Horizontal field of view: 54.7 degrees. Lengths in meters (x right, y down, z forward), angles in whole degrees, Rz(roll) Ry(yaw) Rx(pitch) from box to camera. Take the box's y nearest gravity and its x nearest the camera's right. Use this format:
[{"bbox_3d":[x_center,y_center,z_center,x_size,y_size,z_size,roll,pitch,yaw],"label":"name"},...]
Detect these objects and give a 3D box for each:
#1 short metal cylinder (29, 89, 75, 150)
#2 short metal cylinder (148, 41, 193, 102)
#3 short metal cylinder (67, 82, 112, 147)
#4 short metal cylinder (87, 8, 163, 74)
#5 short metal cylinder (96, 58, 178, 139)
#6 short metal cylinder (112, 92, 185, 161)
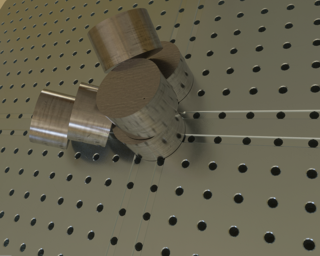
[{"bbox_3d":[-0.152,-0.013,0.452,0.050,0.080,0.080,14,61,-12],"label":"short metal cylinder"},{"bbox_3d":[0.000,-0.075,0.437,0.080,0.050,0.080,-13,56,21],"label":"short metal cylinder"},{"bbox_3d":[-0.091,-0.018,0.422,0.050,0.080,0.080,14,61,-12],"label":"short metal cylinder"},{"bbox_3d":[-0.043,-0.107,0.388,0.080,0.080,0.050,-22,97,15],"label":"short metal cylinder"},{"bbox_3d":[-0.026,-0.034,0.360,0.080,0.050,0.080,-13,56,21],"label":"short metal cylinder"},{"bbox_3d":[-0.014,-0.004,0.401,0.080,0.050,0.080,-13,56,21],"label":"short metal cylinder"}]
